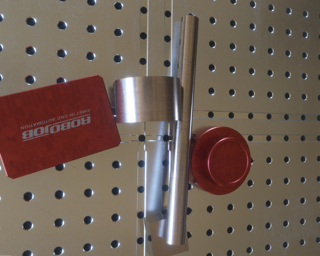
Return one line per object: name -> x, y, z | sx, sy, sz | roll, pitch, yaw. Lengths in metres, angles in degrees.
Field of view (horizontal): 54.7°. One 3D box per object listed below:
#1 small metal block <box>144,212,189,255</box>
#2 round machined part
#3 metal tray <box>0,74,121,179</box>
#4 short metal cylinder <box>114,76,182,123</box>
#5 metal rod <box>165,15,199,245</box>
small metal block -> 0.009, 0.143, 0.417 | 0.050, 0.025, 0.050 | -7, 93, -20
round machined part -> 0.088, 0.046, 0.438 | 0.099, 0.042, 0.097 | 0, 90, -21
metal tray -> -0.122, -0.004, 0.365 | 0.131, 0.030, 0.089 | -17, 96, -20
short metal cylinder -> -0.014, -0.033, 0.379 | 0.081, 0.080, 0.050 | -3, 91, -20
metal rod -> 0.030, -0.003, 0.410 | 0.025, 0.025, 0.298 | 7, 82, -20
